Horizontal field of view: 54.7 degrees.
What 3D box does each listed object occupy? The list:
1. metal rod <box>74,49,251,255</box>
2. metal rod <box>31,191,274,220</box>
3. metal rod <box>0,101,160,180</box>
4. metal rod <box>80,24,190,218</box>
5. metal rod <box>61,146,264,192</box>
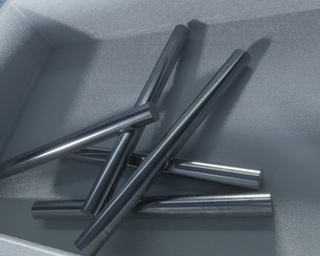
[{"bbox_3d":[0.015,0.016,0.360,0.025,0.025,0.301,27,68,37],"label":"metal rod"},{"bbox_3d":[-0.028,0.093,0.360,0.301,0.025,0.025,-8,58,23],"label":"metal rod"},{"bbox_3d":[-0.137,0.028,0.425,0.300,0.025,0.025,-20,54,22],"label":"metal rod"},{"bbox_3d":[-0.021,-0.027,0.408,0.025,0.025,0.300,7,59,31],"label":"metal rod"},{"bbox_3d":[-0.027,0.043,0.390,0.300,0.025,0.025,5,64,30],"label":"metal rod"}]
